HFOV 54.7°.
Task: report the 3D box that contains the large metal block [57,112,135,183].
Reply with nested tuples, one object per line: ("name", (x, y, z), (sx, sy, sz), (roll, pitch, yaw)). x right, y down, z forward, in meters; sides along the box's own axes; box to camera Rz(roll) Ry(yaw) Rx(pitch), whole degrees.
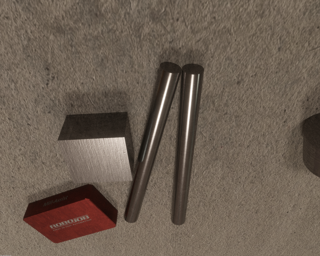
("large metal block", (-0.080, 0.027, 0.413), (0.080, 0.050, 0.079), (-3, 130, 2))

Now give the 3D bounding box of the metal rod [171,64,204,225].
("metal rod", (0.035, 0.047, 0.447), (0.025, 0.025, 0.298), (0, 130, -1))

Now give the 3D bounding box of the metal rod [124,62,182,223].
("metal rod", (-0.019, 0.043, 0.443), (0.025, 0.025, 0.298), (9, 130, -8))

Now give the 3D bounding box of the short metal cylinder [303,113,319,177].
("short metal cylinder", (0.226, 0.022, 0.394), (0.080, 0.080, 0.050), (-12, 129, 9))

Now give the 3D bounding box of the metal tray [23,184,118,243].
("metal tray", (-0.150, 0.149, 0.529), (0.130, 0.030, 0.090), (-20, 128, 15))
